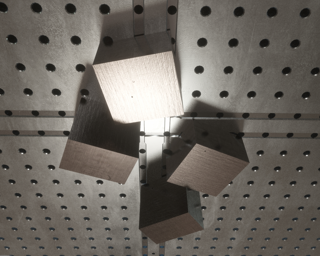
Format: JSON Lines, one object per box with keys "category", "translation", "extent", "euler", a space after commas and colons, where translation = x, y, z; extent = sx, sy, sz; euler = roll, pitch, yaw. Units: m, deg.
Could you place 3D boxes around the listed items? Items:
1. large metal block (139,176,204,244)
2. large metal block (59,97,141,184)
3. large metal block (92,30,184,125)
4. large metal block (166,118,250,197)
{"category": "large metal block", "translation": [0.017, 0.121, 0.479], "extent": [0.080, 0.080, 0.050], "euler": [-24, 126, 19]}
{"category": "large metal block", "translation": [-0.072, 0.015, 0.387], "extent": [0.081, 0.080, 0.050], "euler": [17, 128, -15]}
{"category": "large metal block", "translation": [-0.020, -0.055, 0.348], "extent": [0.080, 0.050, 0.080], "euler": [-9, 130, 7]}
{"category": "large metal block", "translation": [0.063, 0.043, 0.433], "extent": [0.080, 0.050, 0.079], "euler": [20, 127, -17]}
